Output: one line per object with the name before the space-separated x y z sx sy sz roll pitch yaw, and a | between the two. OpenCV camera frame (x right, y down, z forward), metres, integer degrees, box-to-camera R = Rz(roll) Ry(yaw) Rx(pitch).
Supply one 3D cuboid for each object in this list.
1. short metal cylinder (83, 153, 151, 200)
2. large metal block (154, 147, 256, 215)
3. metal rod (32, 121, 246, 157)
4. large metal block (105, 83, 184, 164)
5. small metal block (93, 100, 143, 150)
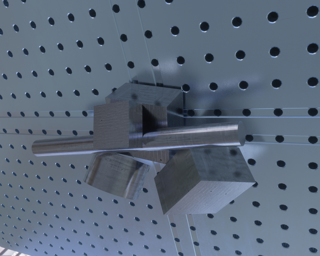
short metal cylinder | -0.059 0.062 0.433 0.080 0.080 0.050 18 83 18
large metal block | 0.051 0.063 0.375 0.081 0.050 0.080 8 137 -31
metal rod | -0.049 0.017 0.378 0.300 0.025 0.025 -5 116 31
large metal block | -0.017 -0.007 0.394 0.080 0.050 0.079 10 123 22
small metal block | -0.048 -0.001 0.350 0.050 0.025 0.050 -6 81 31
